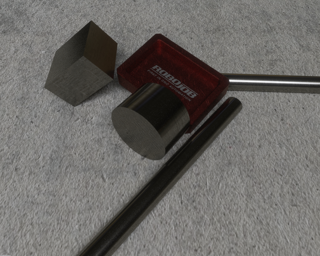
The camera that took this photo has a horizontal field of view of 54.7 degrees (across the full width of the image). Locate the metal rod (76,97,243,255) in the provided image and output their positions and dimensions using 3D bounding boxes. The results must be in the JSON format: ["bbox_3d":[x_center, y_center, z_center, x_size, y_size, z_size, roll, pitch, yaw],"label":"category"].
[{"bbox_3d":[0.009,0.056,0.356,0.025,0.025,0.301,32,57,24],"label":"metal rod"}]

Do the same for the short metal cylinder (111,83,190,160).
[{"bbox_3d":[-0.011,-0.007,0.374,0.080,0.080,0.050,30,56,22],"label":"short metal cylinder"}]

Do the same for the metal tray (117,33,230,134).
[{"bbox_3d":[0.017,-0.064,0.428,0.130,0.030,0.090,38,71,16],"label":"metal tray"}]

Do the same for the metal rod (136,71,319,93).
[{"bbox_3d":[0.115,-0.069,0.462,0.302,0.025,0.025,2,50,1],"label":"metal rod"}]

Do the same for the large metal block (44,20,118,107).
[{"bbox_3d":[-0.109,-0.089,0.435,0.080,0.050,0.080,-29,43,29],"label":"large metal block"}]
